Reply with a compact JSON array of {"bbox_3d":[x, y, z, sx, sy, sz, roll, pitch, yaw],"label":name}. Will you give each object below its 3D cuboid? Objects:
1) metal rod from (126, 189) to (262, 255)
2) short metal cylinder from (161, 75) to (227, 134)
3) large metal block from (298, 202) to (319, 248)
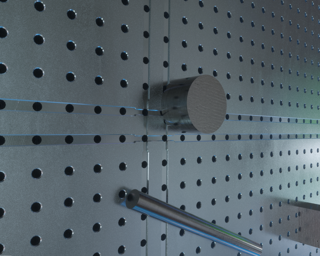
[{"bbox_3d":[0.069,0.153,0.470,0.301,0.025,0.025,33,70,-36],"label":"metal rod"},{"bbox_3d":[0.049,-0.032,0.436,0.081,0.050,0.079,0,90,-40],"label":"short metal cylinder"},{"bbox_3d":[0.353,0.214,0.674,0.050,0.080,0.079,-2,92,-40],"label":"large metal block"}]
